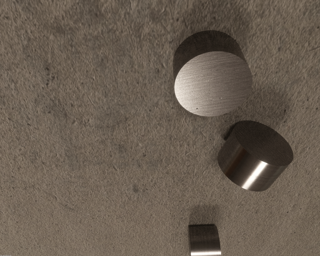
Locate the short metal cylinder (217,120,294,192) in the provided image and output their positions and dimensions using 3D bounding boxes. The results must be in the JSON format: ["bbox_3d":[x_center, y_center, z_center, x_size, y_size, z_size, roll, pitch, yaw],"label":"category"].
[{"bbox_3d":[0.122,0.035,0.403,0.081,0.080,0.050,14,129,-12],"label":"short metal cylinder"}]

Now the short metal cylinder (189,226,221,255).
[{"bbox_3d":[0.079,0.219,0.559,0.050,0.080,0.079,-3,130,2],"label":"short metal cylinder"}]

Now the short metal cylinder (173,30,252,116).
[{"bbox_3d":[0.055,-0.059,0.341,0.081,0.050,0.079,0,130,0],"label":"short metal cylinder"}]
